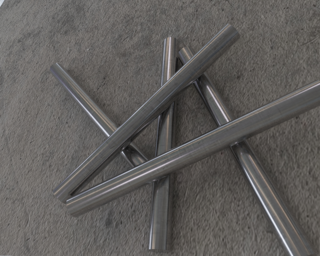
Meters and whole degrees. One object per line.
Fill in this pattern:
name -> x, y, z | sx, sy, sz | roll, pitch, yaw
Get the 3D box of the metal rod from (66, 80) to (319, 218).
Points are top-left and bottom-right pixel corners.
metal rod -> 0.029, 0.028, 0.337 | 0.300, 0.025, 0.025 | -26, 53, 11

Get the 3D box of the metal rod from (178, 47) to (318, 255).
metal rod -> 0.081, 0.003, 0.359 | 0.025, 0.025, 0.299 | -29, 52, 10

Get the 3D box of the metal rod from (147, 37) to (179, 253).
metal rod -> 0.008, 0.000, 0.399 | 0.025, 0.025, 0.299 | -10, 57, 23

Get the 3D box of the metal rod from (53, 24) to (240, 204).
metal rod -> -0.015, -0.019, 0.389 | 0.300, 0.025, 0.025 | -44, 51, -3

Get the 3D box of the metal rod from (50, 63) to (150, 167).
metal rod -> -0.104, -0.029, 0.476 | 0.025, 0.025, 0.300 | -45, 51, -3
